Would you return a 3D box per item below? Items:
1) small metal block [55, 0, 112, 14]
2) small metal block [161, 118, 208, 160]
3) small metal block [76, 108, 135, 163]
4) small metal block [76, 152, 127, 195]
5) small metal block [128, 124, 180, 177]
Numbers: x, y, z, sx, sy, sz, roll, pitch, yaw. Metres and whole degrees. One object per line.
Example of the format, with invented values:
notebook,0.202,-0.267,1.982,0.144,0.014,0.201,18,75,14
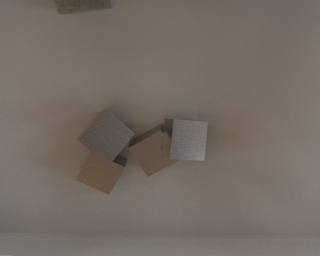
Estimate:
small metal block,-0.084,-0.143,0.344,0.050,0.050,0.025,-7,110,2
small metal block,0.032,0.015,0.400,0.050,0.025,0.050,4,92,-25
small metal block,-0.070,0.011,0.402,0.050,0.025,0.050,43,69,-14
small metal block,-0.081,0.058,0.432,0.050,0.025,0.050,28,108,-10
small metal block,-0.008,0.031,0.422,0.050,0.025,0.050,-29,108,10
